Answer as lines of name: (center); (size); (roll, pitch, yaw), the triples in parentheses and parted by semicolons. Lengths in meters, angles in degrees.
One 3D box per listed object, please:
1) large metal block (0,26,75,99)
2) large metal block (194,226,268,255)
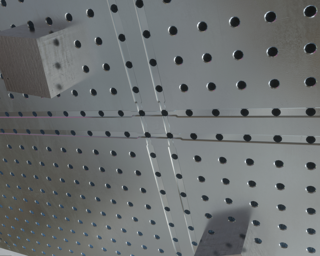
large metal block: (-0.173, -0.092, 0.427); (0.080, 0.050, 0.079); (11, 123, 22)
large metal block: (0.110, 0.200, 0.460); (0.080, 0.050, 0.080); (-25, 105, 36)
